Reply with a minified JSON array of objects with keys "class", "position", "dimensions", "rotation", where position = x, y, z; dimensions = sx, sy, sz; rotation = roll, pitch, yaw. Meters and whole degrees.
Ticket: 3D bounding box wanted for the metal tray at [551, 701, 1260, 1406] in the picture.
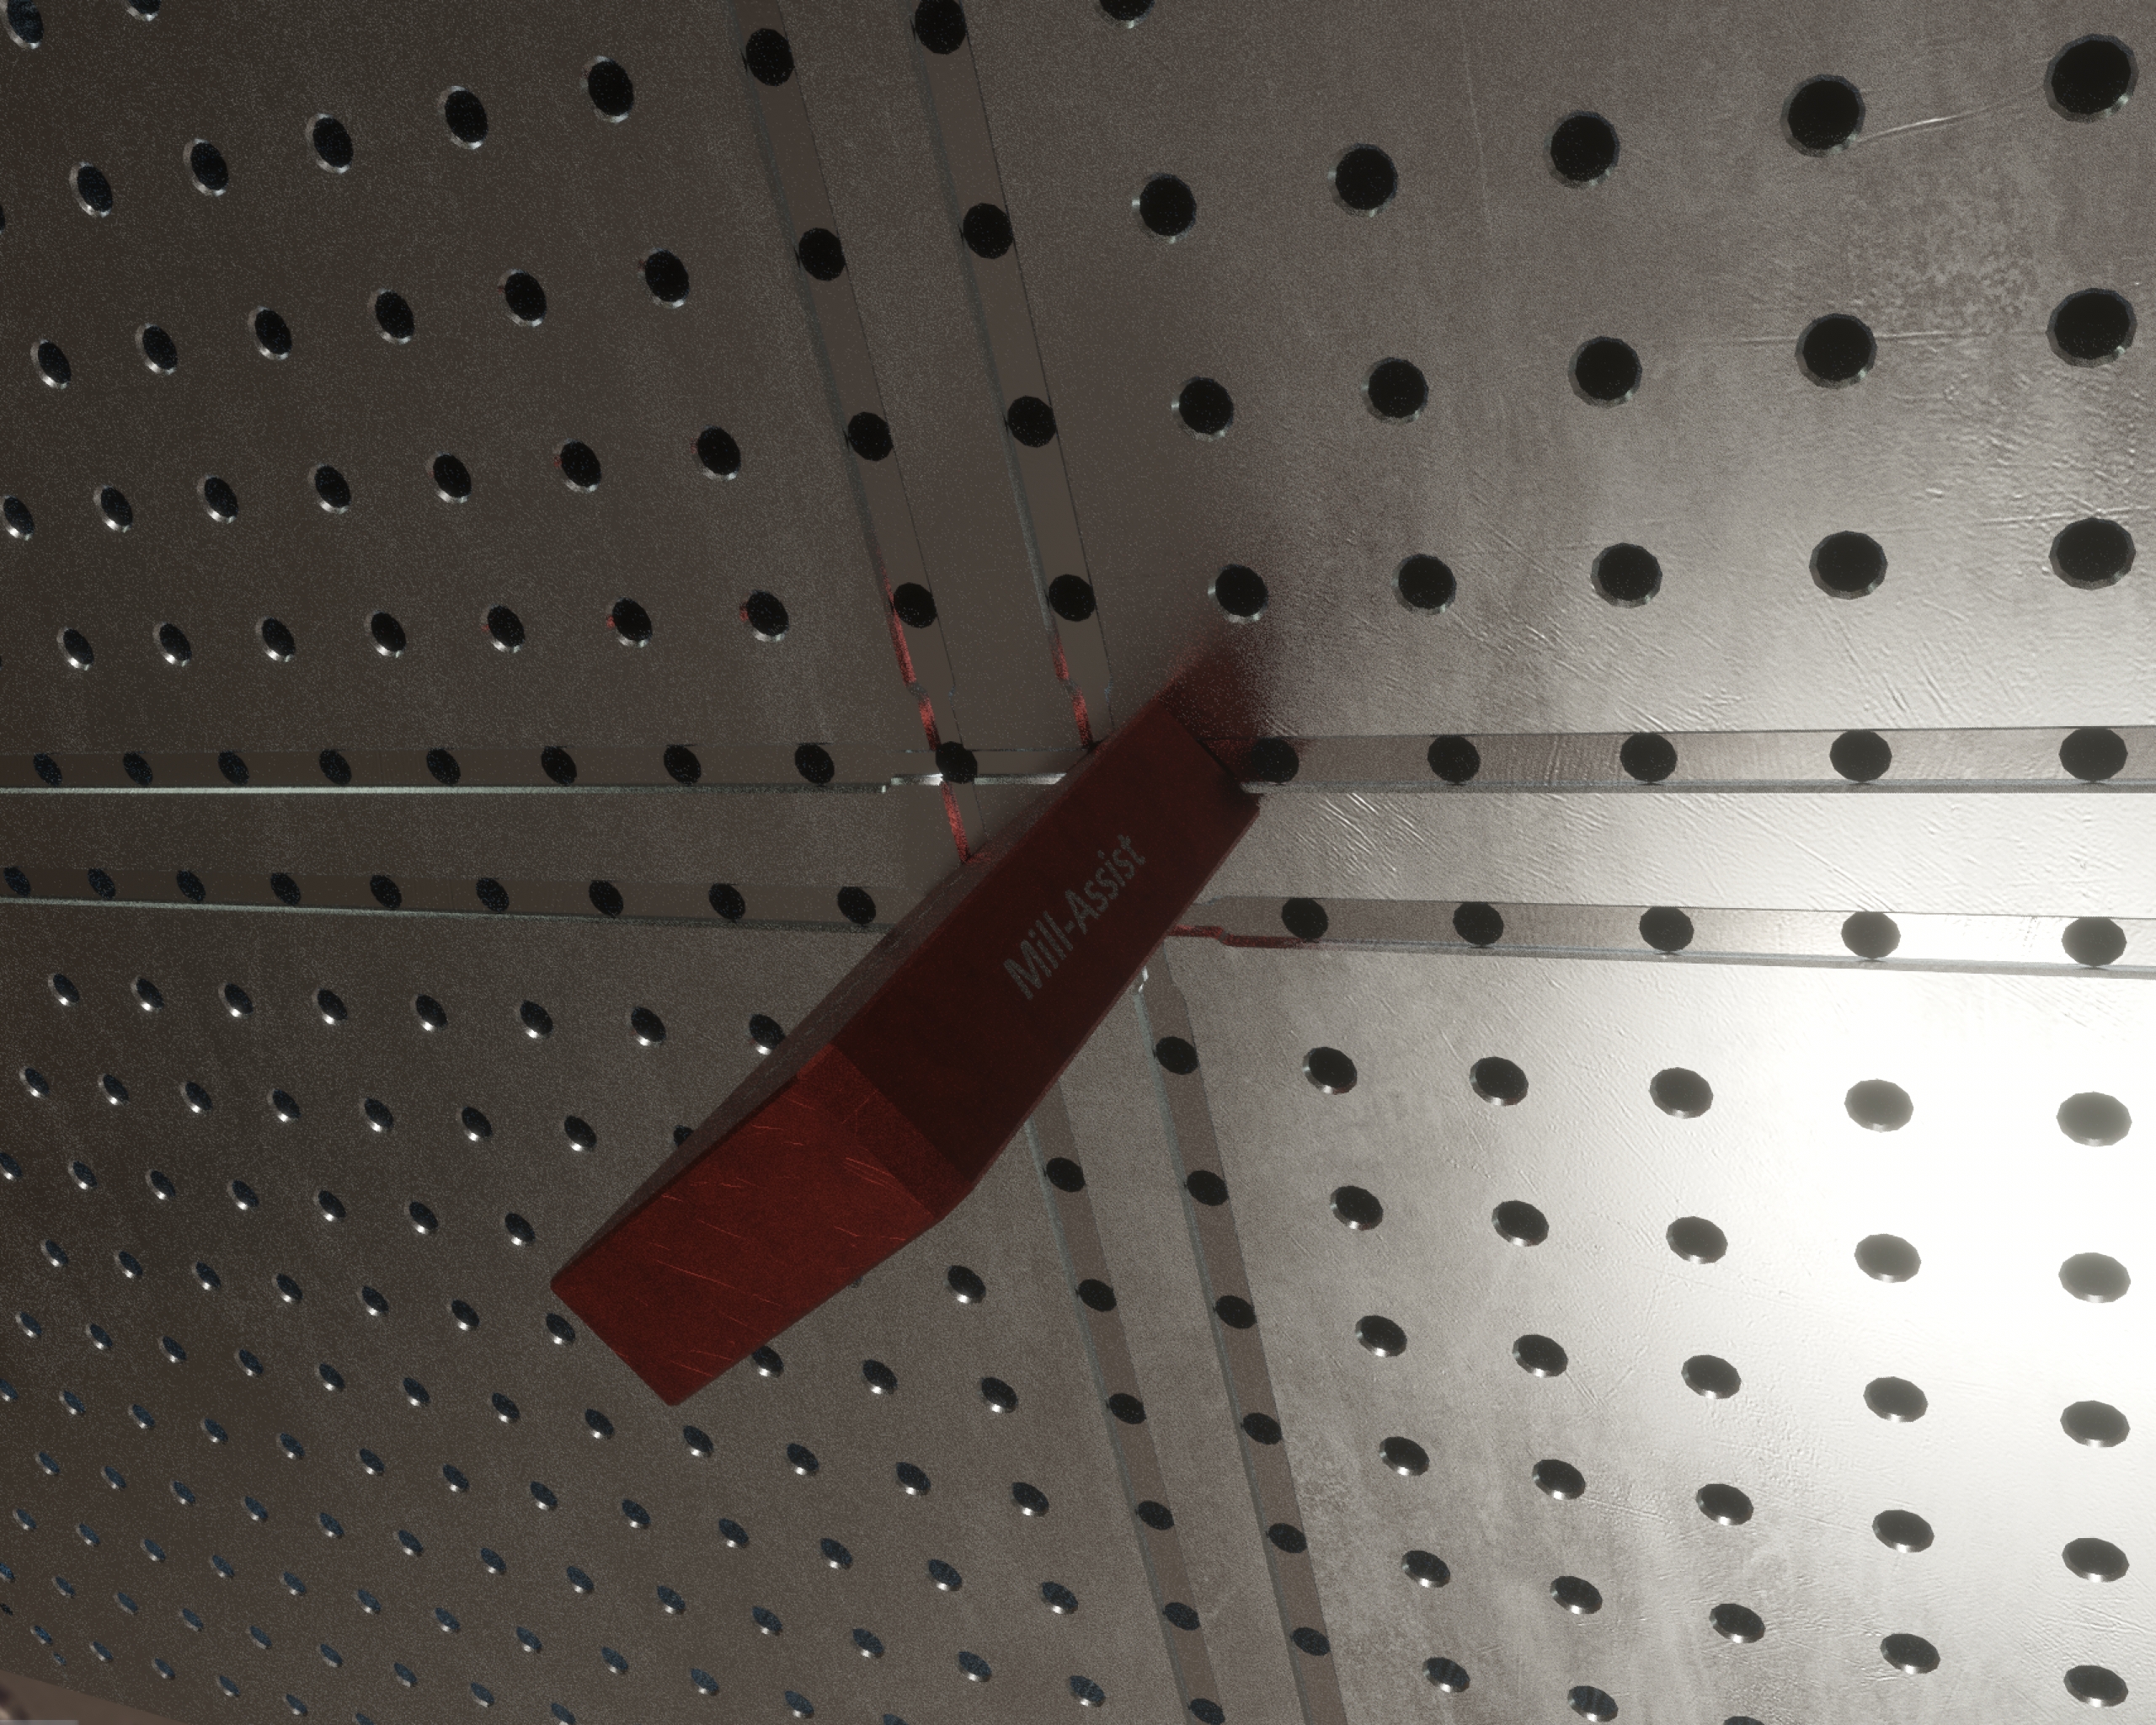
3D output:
[{"class":"metal tray","position":[-0.027,0.030,0.375],"dimensions":[0.030,0.131,0.090],"rotation":[47,129,-4]}]
